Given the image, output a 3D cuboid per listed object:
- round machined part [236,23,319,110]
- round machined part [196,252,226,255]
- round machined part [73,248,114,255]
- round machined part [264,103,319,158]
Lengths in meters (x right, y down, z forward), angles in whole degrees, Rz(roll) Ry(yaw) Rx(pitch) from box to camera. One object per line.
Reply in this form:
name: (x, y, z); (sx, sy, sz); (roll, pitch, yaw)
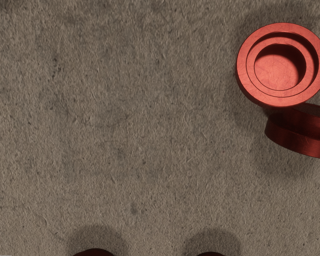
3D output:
round machined part: (0.138, -0.068, 0.363); (0.098, 0.042, 0.097); (-1, 83, 9)
round machined part: (0.081, 0.237, 0.489); (0.099, 0.042, 0.097); (0, 110, -1)
round machined part: (-0.102, 0.229, 0.484); (0.099, 0.042, 0.097); (0, 110, -1)
round machined part: (0.181, -0.002, 0.373); (0.099, 0.098, 0.042); (8, 110, -4)
